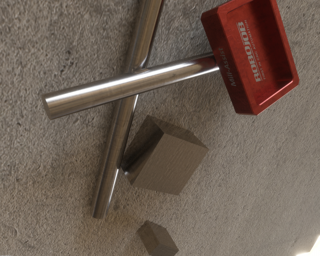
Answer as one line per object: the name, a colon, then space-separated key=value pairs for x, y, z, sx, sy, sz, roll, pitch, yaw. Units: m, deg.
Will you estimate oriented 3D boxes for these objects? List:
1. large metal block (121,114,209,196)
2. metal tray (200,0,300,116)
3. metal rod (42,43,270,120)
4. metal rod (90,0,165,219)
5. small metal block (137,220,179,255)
large metal block: x=0.005 y=0.038 z=0.419 sx=0.080 sy=0.050 sz=0.080 roll=21 pitch=107 yaw=-36
metal tray: x=0.111 y=-0.091 z=0.370 sx=0.091 sy=0.030 sz=0.129 roll=-33 pitch=110 yaw=-23
metal rod: x=0.022 y=-0.065 z=0.354 sx=0.302 sy=0.025 sz=0.025 roll=-20 pitch=127 yaw=-27
metal rod: x=-0.045 y=-0.012 z=0.375 sx=0.025 sy=0.025 sz=0.298 roll=3 pitch=117 yaw=-30
small metal block: x=-0.003 y=0.183 z=0.504 sx=0.025 sy=0.050 sz=0.050 roll=-48 pitch=129 yaw=6
